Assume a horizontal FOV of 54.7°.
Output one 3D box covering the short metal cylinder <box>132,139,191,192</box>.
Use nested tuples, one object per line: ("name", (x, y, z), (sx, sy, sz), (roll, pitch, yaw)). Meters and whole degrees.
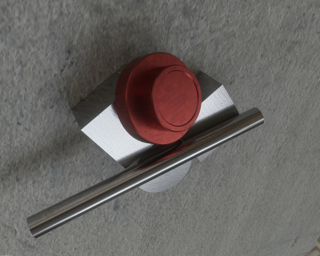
("short metal cylinder", (-0.005, 0.039, 0.414), (0.081, 0.050, 0.079), (-14, 125, -21))

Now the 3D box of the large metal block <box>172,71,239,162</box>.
("large metal block", (0.055, -0.015, 0.415), (0.080, 0.050, 0.080), (-41, 130, 0))

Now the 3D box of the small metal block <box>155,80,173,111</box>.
("small metal block", (0.011, -0.054, 0.381), (0.050, 0.025, 0.050), (-40, 130, -1))

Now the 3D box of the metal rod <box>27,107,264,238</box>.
("metal rod", (-0.005, 0.046, 0.370), (0.302, 0.025, 0.025), (-25, 128, -13))

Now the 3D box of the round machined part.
("round machined part", (0.006, -0.030, 0.326), (0.099, 0.042, 0.097), (-3, 94, -40))

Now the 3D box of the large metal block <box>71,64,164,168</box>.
("large metal block", (-0.041, -0.012, 0.362), (0.080, 0.050, 0.080), (-41, 130, -1))
